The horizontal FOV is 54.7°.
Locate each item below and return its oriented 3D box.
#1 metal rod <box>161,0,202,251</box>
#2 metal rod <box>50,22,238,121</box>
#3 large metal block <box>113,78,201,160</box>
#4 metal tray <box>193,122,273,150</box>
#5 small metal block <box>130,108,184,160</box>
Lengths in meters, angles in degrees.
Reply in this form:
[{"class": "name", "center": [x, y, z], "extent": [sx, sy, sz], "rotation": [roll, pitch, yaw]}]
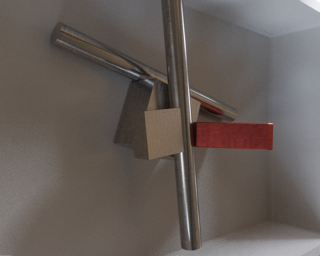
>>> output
[{"class": "metal rod", "center": [0.026, -0.006, 0.363], "extent": [0.025, 0.025, 0.298], "rotation": [-8, 96, -40]}, {"class": "metal rod", "center": [0.005, -0.059, 0.411], "extent": [0.302, 0.025, 0.025], "rotation": [19, 78, -39]}, {"class": "large metal block", "center": [-0.002, -0.008, 0.389], "extent": [0.080, 0.050, 0.080], "rotation": [23, 76, -38]}, {"class": "metal tray", "center": [0.102, 0.009, 0.416], "extent": [0.130, 0.090, 0.030], "rotation": [1, 90, -72]}, {"class": "small metal block", "center": [-0.003, 0.005, 0.339], "extent": [0.050, 0.025, 0.050], "rotation": [-9, 95, -40]}]
